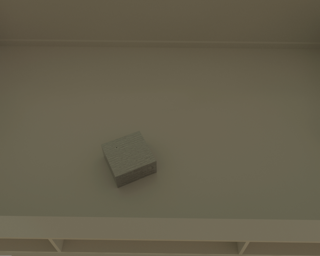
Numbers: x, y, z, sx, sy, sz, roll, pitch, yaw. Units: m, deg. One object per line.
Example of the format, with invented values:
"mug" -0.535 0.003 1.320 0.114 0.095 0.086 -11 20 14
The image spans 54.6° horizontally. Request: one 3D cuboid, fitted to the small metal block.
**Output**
"small metal block" -0.037 0.037 0.374 0.050 0.025 0.050 -20 53 -16
